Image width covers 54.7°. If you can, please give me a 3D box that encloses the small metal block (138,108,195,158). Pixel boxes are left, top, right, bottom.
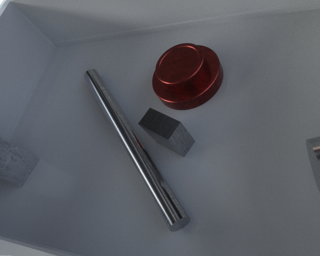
[{"bbox_3d":[0.009,0.006,0.380,0.050,0.050,0.025,27,77,37],"label":"small metal block"}]

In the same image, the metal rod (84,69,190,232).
[{"bbox_3d":[-0.047,0.008,0.423,0.025,0.025,0.300,-38,51,3],"label":"metal rod"}]

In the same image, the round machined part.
[{"bbox_3d":[0.033,-0.077,0.423,0.098,0.042,0.098,-13,56,20],"label":"round machined part"}]

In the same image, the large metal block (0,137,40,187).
[{"bbox_3d":[-0.249,0.042,0.473,0.080,0.080,0.050,17,71,34],"label":"large metal block"}]

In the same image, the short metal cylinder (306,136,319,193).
[{"bbox_3d":[0.162,0.041,0.260,0.050,0.080,0.080,-17,55,18],"label":"short metal cylinder"}]
